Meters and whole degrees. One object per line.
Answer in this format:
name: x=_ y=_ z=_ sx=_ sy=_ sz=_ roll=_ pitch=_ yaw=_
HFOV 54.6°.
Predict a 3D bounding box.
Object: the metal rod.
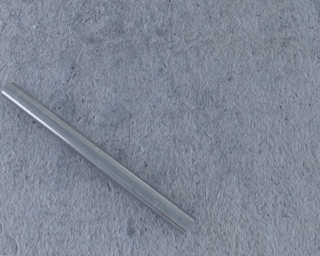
metal rod: x=-0.086 y=0.032 z=0.395 sx=0.300 sy=0.025 sz=0.025 roll=35 pitch=74 yaw=12
